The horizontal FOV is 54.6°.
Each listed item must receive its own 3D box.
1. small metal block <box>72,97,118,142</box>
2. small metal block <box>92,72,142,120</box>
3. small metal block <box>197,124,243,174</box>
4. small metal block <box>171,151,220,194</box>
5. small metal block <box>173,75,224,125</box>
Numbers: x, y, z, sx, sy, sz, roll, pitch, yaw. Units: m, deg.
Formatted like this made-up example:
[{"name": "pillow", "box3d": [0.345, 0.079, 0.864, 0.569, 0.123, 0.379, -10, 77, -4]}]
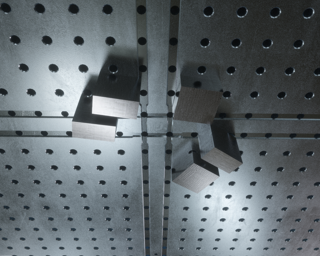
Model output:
[{"name": "small metal block", "box3d": [-0.078, -0.011, 0.385, 0.050, 0.050, 0.025, 7, 130, -6]}, {"name": "small metal block", "box3d": [-0.049, -0.038, 0.362, 0.050, 0.050, 0.025, 8, 130, -7]}, {"name": "small metal block", "box3d": [0.080, 0.026, 0.418, 0.050, 0.050, 0.025, 29, 124, -23]}, {"name": "small metal block", "box3d": [0.053, 0.068, 0.469, 0.050, 0.025, 0.050, 29, 124, -23]}, {"name": "small metal block", "box3d": [0.045, -0.034, 0.383, 0.050, 0.025, 0.050, 7, 130, -6]}]
